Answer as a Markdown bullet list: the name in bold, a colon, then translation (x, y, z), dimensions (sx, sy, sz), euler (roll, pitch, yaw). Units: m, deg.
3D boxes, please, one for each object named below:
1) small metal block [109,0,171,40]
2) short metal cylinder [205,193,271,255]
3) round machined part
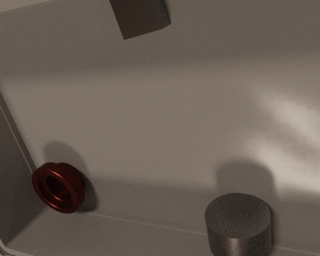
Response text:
- **small metal block**: translation (-0.022, -0.130, 0.339), dimensions (0.050, 0.025, 0.050), euler (-6, 116, 30)
- **short metal cylinder**: translation (0.101, 0.129, 0.399), dimensions (0.080, 0.080, 0.050), euler (3, 120, 26)
- **round machined part**: translation (-0.173, 0.100, 0.548), dimensions (0.098, 0.042, 0.097), euler (13, 124, 20)
